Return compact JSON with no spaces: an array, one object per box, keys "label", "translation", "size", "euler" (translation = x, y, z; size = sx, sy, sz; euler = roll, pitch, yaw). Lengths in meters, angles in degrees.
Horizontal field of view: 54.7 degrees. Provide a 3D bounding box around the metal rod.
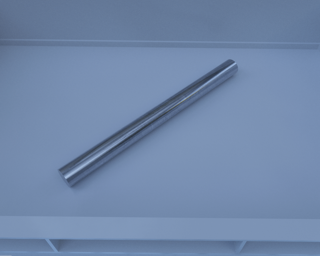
[{"label":"metal rod","translation":[0.001,-0.019,0.421],"size":[0.302,0.025,0.025],"euler":[-35,58,-26]}]
